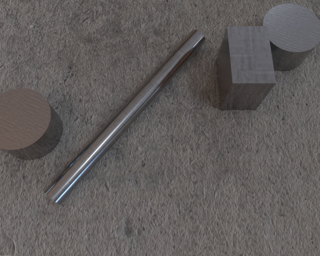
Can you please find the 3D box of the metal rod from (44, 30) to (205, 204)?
[{"bbox_3d":[-0.037,-0.025,0.416,0.025,0.025,0.301,37,74,12],"label":"metal rod"}]

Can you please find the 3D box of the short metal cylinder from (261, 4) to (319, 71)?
[{"bbox_3d":[0.180,-0.129,0.444,0.081,0.050,0.080,0,70,0],"label":"short metal cylinder"}]

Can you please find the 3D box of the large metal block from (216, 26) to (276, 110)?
[{"bbox_3d":[0.108,-0.076,0.408,0.050,0.080,0.080,0,70,0],"label":"large metal block"}]

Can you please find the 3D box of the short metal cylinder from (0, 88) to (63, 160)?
[{"bbox_3d":[-0.172,-0.004,0.394,0.081,0.050,0.080,0,70,0],"label":"short metal cylinder"}]
